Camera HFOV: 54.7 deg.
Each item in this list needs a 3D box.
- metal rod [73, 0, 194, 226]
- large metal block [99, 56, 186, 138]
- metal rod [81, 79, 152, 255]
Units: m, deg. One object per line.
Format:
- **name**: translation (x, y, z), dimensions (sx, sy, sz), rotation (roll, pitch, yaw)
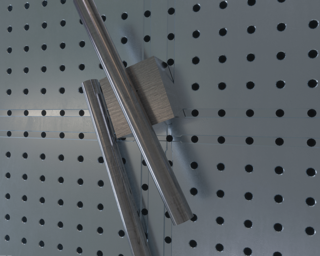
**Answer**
- **metal rod**: translation (-0.036, -0.029, 0.371), dimensions (0.025, 0.025, 0.299), rotation (-28, 81, 18)
- **large metal block**: translation (-0.022, -0.037, 0.407), dimensions (0.080, 0.050, 0.080), rotation (-20, 83, 19)
- **metal rod**: translation (-0.056, 0.075, 0.432), dimensions (0.025, 0.025, 0.299), rotation (-20, 83, 19)
